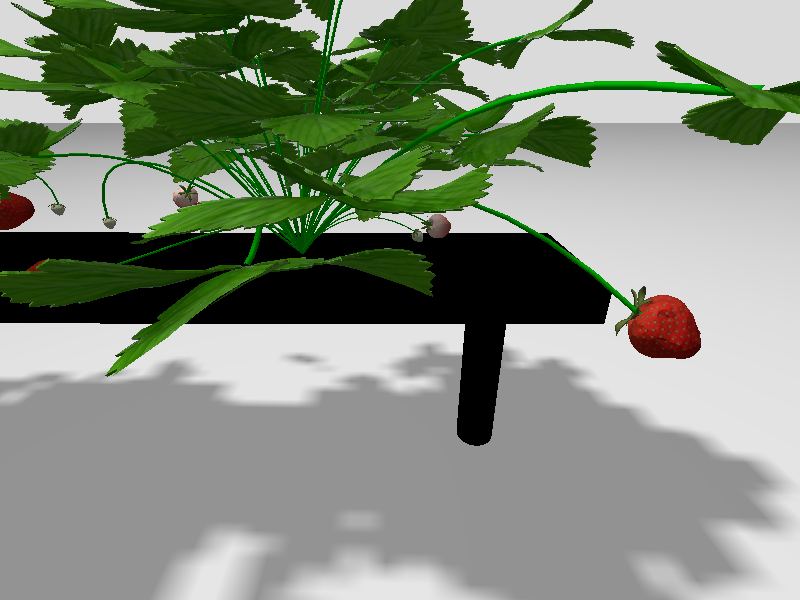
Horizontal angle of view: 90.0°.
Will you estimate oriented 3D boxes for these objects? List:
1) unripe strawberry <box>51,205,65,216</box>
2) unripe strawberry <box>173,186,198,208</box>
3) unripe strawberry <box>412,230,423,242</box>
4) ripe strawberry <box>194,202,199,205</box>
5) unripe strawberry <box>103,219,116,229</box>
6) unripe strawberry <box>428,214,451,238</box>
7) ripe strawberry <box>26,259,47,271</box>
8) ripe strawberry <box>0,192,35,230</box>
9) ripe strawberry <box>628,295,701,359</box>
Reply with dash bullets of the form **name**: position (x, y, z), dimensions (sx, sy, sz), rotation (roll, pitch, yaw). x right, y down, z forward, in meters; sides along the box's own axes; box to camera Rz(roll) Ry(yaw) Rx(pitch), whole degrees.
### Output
- **unripe strawberry**: position (-0.421, -0.111, 0.493), dimensions (0.015, 0.013, 0.013), rotation (20, 32, 35)
- **unripe strawberry**: position (-0.282, -0.134, 0.525), dimensions (0.031, 0.027, 0.031), rotation (-25, 1, -41)
- **unripe strawberry**: position (0.018, -0.062, 0.395), dimensions (0.011, 0.011, 0.013), rotation (47, 4, -30)
- **ripe strawberry**: position (-0.215, -0.092, 0.435), dimensions (0.034, 0.029, 0.034), rotation (15, 30, 30)
- **unripe strawberry**: position (-0.300, -0.079, 0.414), dimensions (0.010, 0.011, 0.011), rotation (7, 26, 14)
- **unripe strawberry**: position (0.041, -0.076, 0.411), dimensions (0.025, 0.025, 0.023), rotation (2, 23, -25)
- **ripe strawberry**: position (-0.238, -0.011, 0.269), dimensions (0.032, 0.031, 0.030), rotation (-17, 31, -31)
- **ripe strawberry**: position (-0.425, -0.098, 0.429), dimensions (0.049, 0.042, 0.049), rotation (-16, 30, -31)
- **ripe strawberry**: position (0.138, 0.016, 0.207), dimensions (0.033, 0.032, 0.036), rotation (34, 38, 23)
